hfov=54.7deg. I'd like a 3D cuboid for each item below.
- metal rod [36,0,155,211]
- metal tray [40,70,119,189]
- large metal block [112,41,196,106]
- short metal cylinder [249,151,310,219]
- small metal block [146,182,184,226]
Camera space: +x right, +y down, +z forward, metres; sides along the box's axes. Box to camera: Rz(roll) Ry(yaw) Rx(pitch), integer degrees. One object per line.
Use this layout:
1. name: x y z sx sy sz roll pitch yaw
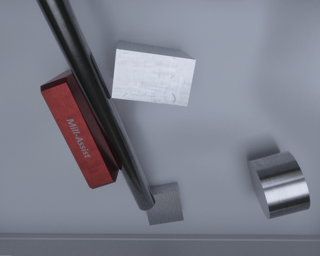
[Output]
1. metal rod: -0.057 -0.010 0.334 0.025 0.025 0.299 -15 127 5
2. metal tray: -0.086 -0.005 0.373 0.030 0.090 0.129 -19 109 7
3. large metal block: -0.011 -0.064 0.354 0.081 0.080 0.050 6 110 -9
4. short metal cylinder: 0.156 0.075 0.412 0.050 0.080 0.080 -16 110 5
5. small metal block: 0.005 0.111 0.452 0.050 0.025 0.050 -10 110 3
